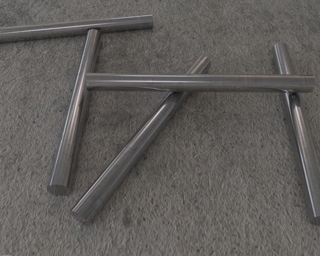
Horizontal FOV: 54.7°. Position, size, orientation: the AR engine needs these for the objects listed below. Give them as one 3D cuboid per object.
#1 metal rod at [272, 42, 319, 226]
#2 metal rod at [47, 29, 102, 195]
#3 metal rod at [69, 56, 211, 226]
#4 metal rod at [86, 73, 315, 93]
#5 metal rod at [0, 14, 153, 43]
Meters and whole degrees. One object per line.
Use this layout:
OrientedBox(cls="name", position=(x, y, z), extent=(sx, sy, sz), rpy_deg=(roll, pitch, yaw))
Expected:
OrientedBox(cls="metal rod", position=(0.184, -0.018, 0.418), extent=(0.025, 0.025, 0.300), rpy_deg=(4, 50, 4))
OrientedBox(cls="metal rod", position=(-0.113, -0.046, 0.440), extent=(0.025, 0.025, 0.300), rpy_deg=(0, 50, 0))
OrientedBox(cls="metal rod", position=(-0.007, -0.005, 0.406), extent=(0.025, 0.025, 0.301), rpy_deg=(25, 54, 19))
OrientedBox(cls="metal rod", position=(0.053, -0.061, 0.420), extent=(0.302, 0.025, 0.025), rpy_deg=(0, 50, 0))
OrientedBox(cls="metal rod", position=(-0.163, -0.176, 0.549), extent=(0.302, 0.025, 0.025), rpy_deg=(-8, 51, -7))
